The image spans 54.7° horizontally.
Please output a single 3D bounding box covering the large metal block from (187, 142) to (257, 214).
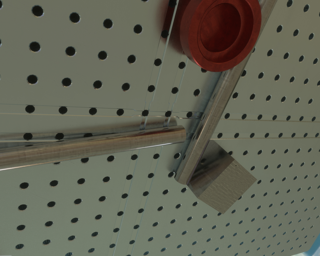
[{"bbox_3d":[0.096,0.082,0.501,0.080,0.050,0.080,-47,130,5],"label":"large metal block"}]

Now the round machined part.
[{"bbox_3d":[0.066,-0.119,0.364,0.099,0.042,0.097,-14,125,-21],"label":"round machined part"}]

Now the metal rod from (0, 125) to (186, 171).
[{"bbox_3d":[-0.105,0.026,0.370,0.303,0.025,0.025,-7,122,-25],"label":"metal rod"}]

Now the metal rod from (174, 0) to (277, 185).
[{"bbox_3d":[0.087,-0.049,0.430,0.025,0.025,0.298,9,114,-33],"label":"metal rod"}]
